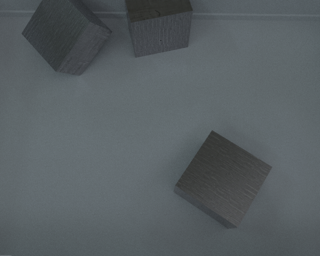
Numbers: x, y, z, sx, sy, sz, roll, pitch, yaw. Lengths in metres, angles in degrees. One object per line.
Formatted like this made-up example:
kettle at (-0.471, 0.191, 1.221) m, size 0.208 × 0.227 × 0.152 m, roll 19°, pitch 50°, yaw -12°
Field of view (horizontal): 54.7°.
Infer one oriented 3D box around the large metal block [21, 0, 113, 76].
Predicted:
large metal block at (-0.127, -0.131, 0.425) m, size 0.080 × 0.050 × 0.080 m, roll 46°, pitch 109°, yaw 14°

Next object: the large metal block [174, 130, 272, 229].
large metal block at (0.073, 0.063, 0.374) m, size 0.080 × 0.050 × 0.080 m, roll 33°, pitch 73°, yaw 11°

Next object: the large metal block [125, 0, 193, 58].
large metal block at (-0.003, -0.149, 0.435) m, size 0.081 × 0.080 × 0.050 m, roll -13°, pitch 71°, yaw -5°
